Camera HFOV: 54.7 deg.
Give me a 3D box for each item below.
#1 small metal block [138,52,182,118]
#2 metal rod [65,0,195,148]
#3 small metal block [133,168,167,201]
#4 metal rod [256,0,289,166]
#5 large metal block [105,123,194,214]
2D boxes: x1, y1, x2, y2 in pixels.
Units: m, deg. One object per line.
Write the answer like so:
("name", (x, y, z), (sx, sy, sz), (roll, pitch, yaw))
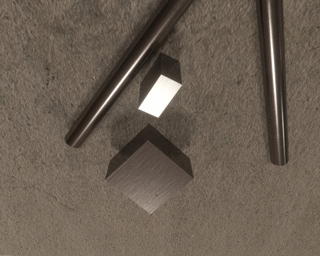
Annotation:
("small metal block", (-0.001, -0.049, 0.349), (0.025, 0.050, 0.050), (24, 126, -19))
("metal rod", (-0.029, -0.075, 0.342), (0.025, 0.025, 0.299), (29, 124, -23))
("small metal block", (-0.015, 0.088, 0.482), (0.050, 0.025, 0.050), (0, 130, -1))
("metal rod", (0.130, -0.063, 0.355), (0.025, 0.025, 0.299), (-13, 129, 10))
("large metal block", (-0.014, 0.055, 0.419), (0.080, 0.050, 0.080), (42, 108, -17))
